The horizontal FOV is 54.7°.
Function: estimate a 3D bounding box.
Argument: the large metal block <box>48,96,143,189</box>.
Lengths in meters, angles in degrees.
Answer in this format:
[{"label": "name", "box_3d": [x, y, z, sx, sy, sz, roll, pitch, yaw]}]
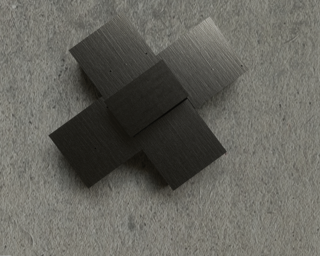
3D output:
[{"label": "large metal block", "box_3d": [-0.078, 0.017, 0.397, 0.080, 0.050, 0.080, -36, 90, 0]}]

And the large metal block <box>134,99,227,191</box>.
[{"label": "large metal block", "box_3d": [0.025, 0.020, 0.398, 0.080, 0.050, 0.080, -36, 90, 0]}]

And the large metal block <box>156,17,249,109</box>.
[{"label": "large metal block", "box_3d": [0.051, -0.079, 0.398, 0.080, 0.050, 0.080, -36, 90, 0]}]

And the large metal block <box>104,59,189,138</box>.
[{"label": "large metal block", "box_3d": [-0.015, -0.033, 0.383, 0.080, 0.080, 0.050, -36, 90, 0]}]

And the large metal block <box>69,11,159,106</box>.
[{"label": "large metal block", "box_3d": [-0.054, -0.085, 0.397, 0.080, 0.050, 0.080, -36, 90, 0]}]
